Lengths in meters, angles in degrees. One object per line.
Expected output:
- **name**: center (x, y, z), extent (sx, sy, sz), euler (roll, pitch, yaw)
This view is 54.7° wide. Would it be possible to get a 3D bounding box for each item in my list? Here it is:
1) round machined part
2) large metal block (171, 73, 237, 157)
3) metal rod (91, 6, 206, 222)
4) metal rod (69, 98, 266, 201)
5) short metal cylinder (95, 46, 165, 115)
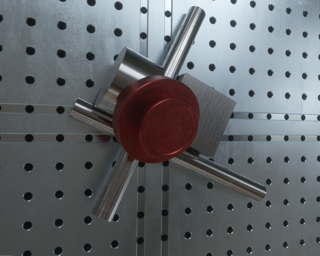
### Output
- **round machined part**: center (0.002, -0.005, 0.335), extent (0.099, 0.042, 0.097), euler (-10, 114, -24)
- **large metal block**: center (0.042, -0.016, 0.412), extent (0.080, 0.050, 0.080), euler (27, 81, -18)
- **metal rod**: center (-0.007, -0.030, 0.390), extent (0.025, 0.025, 0.300), euler (30, 73, -18)
- **metal rod**: center (0.024, 0.037, 0.422), extent (0.302, 0.025, 0.025), euler (26, 81, -19)
- **short metal cylinder**: center (-0.037, -0.049, 0.370), extent (0.050, 0.080, 0.080), euler (26, 81, -19)
